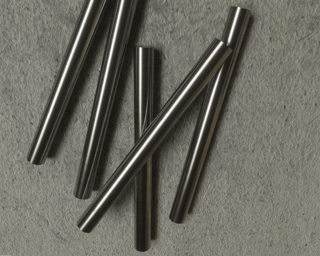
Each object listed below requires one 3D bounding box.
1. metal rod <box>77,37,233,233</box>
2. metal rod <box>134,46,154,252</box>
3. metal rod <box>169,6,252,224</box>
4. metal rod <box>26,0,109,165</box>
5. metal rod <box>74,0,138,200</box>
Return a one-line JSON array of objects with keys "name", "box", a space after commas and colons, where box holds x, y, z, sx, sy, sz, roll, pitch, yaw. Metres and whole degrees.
[{"name": "metal rod", "box": [-0.015, 0.020, 0.389, 0.025, 0.025, 0.299, 34, 105, -12]}, {"name": "metal rod", "box": [-0.023, 0.042, 0.424, 0.025, 0.025, 0.298, 1, 110, -1]}, {"name": "metal rod", "box": [0.060, -0.002, 0.409, 0.025, 0.025, 0.298, 12, 110, -5]}, {"name": "metal rod", "box": [-0.105, -0.083, 0.378, 0.025, 0.025, 0.298, 24, 108, -9]}, {"name": "metal rod", "box": [-0.070, -0.039, 0.394, 0.025, 0.025, 0.298, 15, 109, -6]}]
